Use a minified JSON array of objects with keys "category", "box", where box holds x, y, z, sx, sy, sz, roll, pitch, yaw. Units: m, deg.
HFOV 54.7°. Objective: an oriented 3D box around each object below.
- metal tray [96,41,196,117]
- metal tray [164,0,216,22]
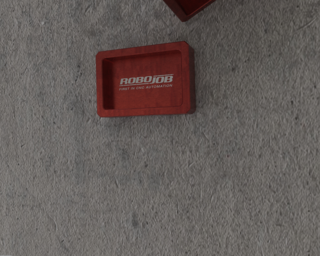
[{"category":"metal tray","box":[-0.020,-0.061,0.413,0.130,0.030,0.089,-2,89,19]},{"category":"metal tray","box":[0.061,-0.183,0.352,0.130,0.090,0.030,-31,80,17]}]
